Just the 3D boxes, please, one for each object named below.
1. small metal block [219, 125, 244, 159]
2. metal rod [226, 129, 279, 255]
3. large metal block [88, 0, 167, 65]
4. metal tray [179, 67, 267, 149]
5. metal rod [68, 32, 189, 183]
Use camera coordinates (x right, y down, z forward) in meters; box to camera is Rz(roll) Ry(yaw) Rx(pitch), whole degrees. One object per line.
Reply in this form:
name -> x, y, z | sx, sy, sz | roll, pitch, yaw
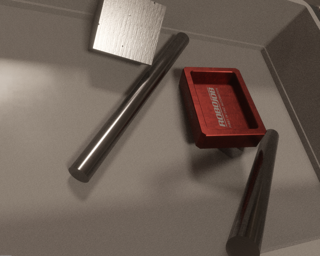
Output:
small metal block -> 0.101, 0.009, 0.457 | 0.050, 0.025, 0.050 | 35, 51, -5
metal rod -> 0.120, 0.053, 0.365 | 0.025, 0.025, 0.301 | 47, 27, 5
large metal block -> -0.046, -0.136, 0.423 | 0.081, 0.050, 0.079 | 12, 97, -22
metal tray -> 0.085, -0.033, 0.442 | 0.091, 0.030, 0.130 | -1, 51, -12
metal rod -> -0.025, -0.049, 0.423 | 0.025, 0.025, 0.301 | 36, 51, -5
